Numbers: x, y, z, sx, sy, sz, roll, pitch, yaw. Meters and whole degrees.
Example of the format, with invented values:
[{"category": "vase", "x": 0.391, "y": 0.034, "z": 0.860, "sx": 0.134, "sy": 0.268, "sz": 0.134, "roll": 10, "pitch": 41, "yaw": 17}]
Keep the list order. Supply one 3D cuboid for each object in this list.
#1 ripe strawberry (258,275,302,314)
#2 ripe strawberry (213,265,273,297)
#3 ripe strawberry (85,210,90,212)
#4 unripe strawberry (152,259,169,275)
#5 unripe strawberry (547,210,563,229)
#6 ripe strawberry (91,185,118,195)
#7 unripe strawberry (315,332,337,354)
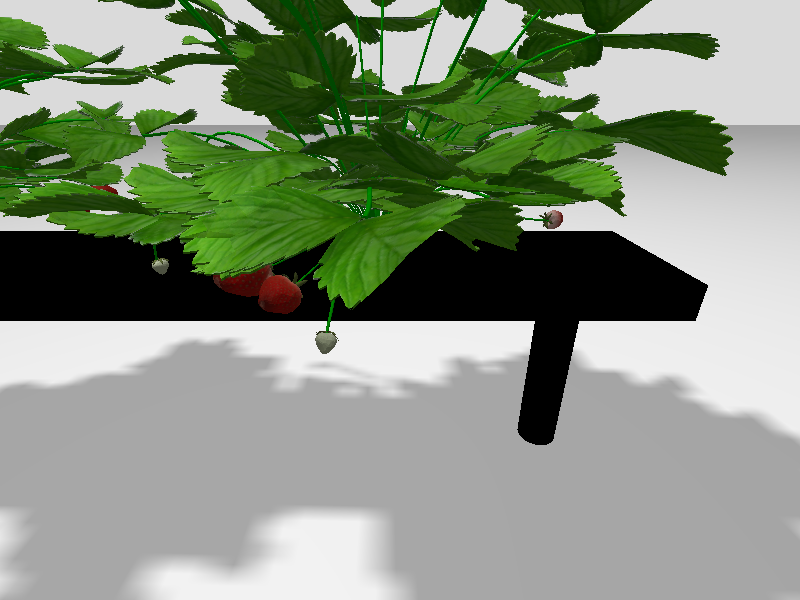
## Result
[{"category": "ripe strawberry", "x": -0.076, "y": -0.003, "z": 0.248, "sx": 0.027, "sy": 0.023, "sz": 0.027, "roll": 11, "pitch": 28, "yaw": 22}, {"category": "ripe strawberry", "x": -0.106, "y": -0.017, "z": 0.266, "sx": 0.037, "sy": 0.033, "sz": 0.034, "roll": 20, "pitch": 32, "yaw": 35}, {"category": "ripe strawberry", "x": -0.383, "y": -0.110, "z": 0.474, "sx": 0.026, "sy": 0.027, "sz": 0.028, "roll": 17, "pitch": 29, "yaw": 31}, {"category": "unripe strawberry", "x": -0.184, "y": -0.025, "z": 0.308, "sx": 0.011, "sy": 0.012, "sz": 0.011, "roll": -9, "pitch": 27, "yaw": -18}, {"category": "unripe strawberry", "x": 0.165, "y": -0.086, "z": 0.427, "sx": 0.020, "sy": 0.021, "sz": 0.018, "roll": -9, "pitch": 27, "yaw": -20}, {"category": "ripe strawberry", "x": -0.389, "y": -0.138, "z": 0.523, "sx": 0.036, "sy": 0.031, "sz": 0.036, "roll": 11, "pitch": 27, "yaw": 22}, {"category": "unripe strawberry", "x": -0.039, "y": 0.023, "z": 0.211, "sx": 0.011, "sy": 0.011, "sz": 0.010, "roll": 3, "pitch": -18, "yaw": 6}]
